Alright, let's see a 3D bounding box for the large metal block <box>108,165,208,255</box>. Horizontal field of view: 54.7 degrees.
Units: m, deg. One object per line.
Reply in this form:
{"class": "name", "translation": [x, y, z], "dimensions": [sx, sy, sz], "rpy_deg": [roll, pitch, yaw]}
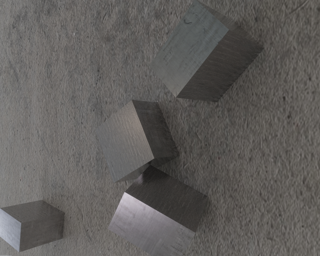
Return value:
{"class": "large metal block", "translation": [0.001, 0.095, 0.351], "dimensions": [0.080, 0.080, 0.050], "rpy_deg": [28, 110, 9]}

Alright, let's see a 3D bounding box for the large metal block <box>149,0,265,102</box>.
{"class": "large metal block", "translation": [0.050, -0.076, 0.328], "dimensions": [0.080, 0.081, 0.050], "rpy_deg": [-52, 60, 28]}

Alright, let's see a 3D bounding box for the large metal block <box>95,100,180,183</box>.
{"class": "large metal block", "translation": [-0.032, 0.019, 0.415], "dimensions": [0.080, 0.050, 0.080], "rpy_deg": [-34, 69, 34]}

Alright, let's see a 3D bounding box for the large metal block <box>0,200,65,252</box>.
{"class": "large metal block", "translation": [-0.233, 0.174, 0.562], "dimensions": [0.080, 0.081, 0.050], "rpy_deg": [11, 97, 39]}
